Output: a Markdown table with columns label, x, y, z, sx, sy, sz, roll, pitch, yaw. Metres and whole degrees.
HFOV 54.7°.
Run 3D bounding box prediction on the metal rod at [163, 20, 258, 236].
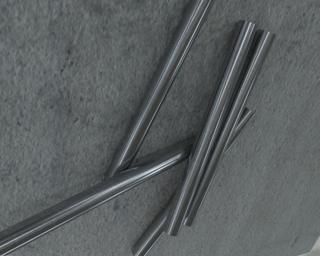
| label | x | y | z | sx | sy | sz | roll | pitch | yaw |
| --- | --- | --- | --- | --- | --- | --- | --- | --- | --- |
| metal rod | 0.063 | 0.008 | 0.415 | 0.025 | 0.025 | 0.298 | 12 | 102 | -34 |

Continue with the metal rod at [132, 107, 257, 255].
| label | x | y | z | sx | sy | sz | roll | pitch | yaw |
| --- | --- | --- | --- | --- | --- | --- | --- | --- | --- |
| metal rod | 0.049 | 0.093 | 0.492 | 0.025 | 0.025 | 0.299 | 28 | 103 | -38 |

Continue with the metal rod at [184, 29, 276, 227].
| label | x | y | z | sx | sy | sz | roll | pitch | yaw |
| --- | --- | --- | --- | --- | --- | --- | --- | --- | --- |
| metal rod | 0.091 | 0.009 | 0.444 | 0.025 | 0.025 | 0.298 | 11 | 107 | -33 |

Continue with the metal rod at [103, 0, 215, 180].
| label | x | y | z | sx | sy | sz | roll | pitch | yaw |
| --- | --- | --- | --- | --- | --- | --- | --- | --- | --- |
| metal rod | 0.001 | -0.052 | 0.376 | 0.025 | 0.025 | 0.298 | 15 | 110 | -35 |

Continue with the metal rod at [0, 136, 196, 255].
| label | x | y | z | sx | sy | sz | roll | pitch | yaw |
| --- | --- | --- | --- | --- | --- | --- | --- | --- | --- |
| metal rod | -0.057 | 0.073 | 0.382 | 0.302 | 0.025 | 0.025 | -24 | 128 | -30 |
